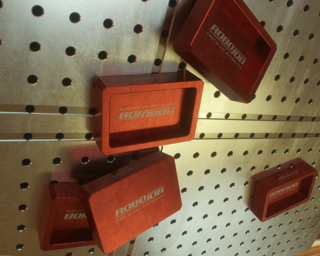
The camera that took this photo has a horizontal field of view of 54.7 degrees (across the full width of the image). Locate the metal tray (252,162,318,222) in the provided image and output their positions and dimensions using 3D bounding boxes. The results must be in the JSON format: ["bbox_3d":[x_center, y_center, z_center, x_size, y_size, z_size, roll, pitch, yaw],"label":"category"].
[{"bbox_3d":[0.253,0.130,0.629,0.131,0.030,0.089,-17,125,-19],"label":"metal tray"}]

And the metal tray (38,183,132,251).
[{"bbox_3d":[-0.093,0.121,0.432,0.131,0.030,0.089,5,116,-31],"label":"metal tray"}]

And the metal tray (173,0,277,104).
[{"bbox_3d":[0.085,-0.098,0.378,0.130,0.030,0.090,31,83,-38],"label":"metal tray"}]

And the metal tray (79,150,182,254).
[{"bbox_3d":[-0.034,0.096,0.419,0.131,0.030,0.089,-23,114,-31],"label":"metal tray"}]

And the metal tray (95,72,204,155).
[{"bbox_3d":[-0.014,-0.020,0.389,0.131,0.030,0.089,-8,122,-25],"label":"metal tray"}]
